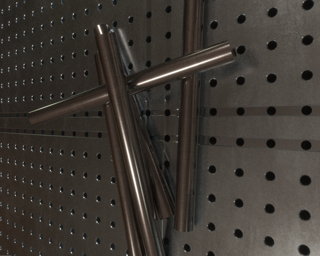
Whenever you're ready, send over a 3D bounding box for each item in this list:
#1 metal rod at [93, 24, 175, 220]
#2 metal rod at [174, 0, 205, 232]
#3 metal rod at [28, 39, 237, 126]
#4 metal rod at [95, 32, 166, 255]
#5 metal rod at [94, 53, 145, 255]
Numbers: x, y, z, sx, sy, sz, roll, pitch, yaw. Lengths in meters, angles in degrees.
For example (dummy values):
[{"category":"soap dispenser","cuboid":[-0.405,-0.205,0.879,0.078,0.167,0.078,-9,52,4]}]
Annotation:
[{"category":"metal rod","cuboid":[-0.039,-0.020,0.439,0.025,0.025,0.299,-33,70,35]},{"category":"metal rod","cuboid":[0.036,-0.025,0.377,0.025,0.025,0.298,4,93,39]},{"category":"metal rod","cuboid":[-0.054,-0.048,0.392,0.300,0.025,0.025,-14,81,26]},{"category":"metal rod","cuboid":[-0.032,0.037,0.380,0.025,0.025,0.298,-1,106,40]},{"category":"metal rod","cuboid":[-0.053,0.045,0.429,0.025,0.025,0.298,-10,90,39]}]
